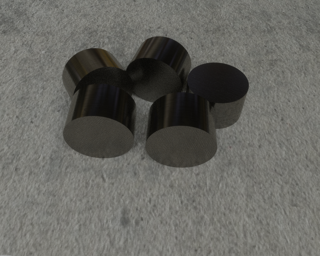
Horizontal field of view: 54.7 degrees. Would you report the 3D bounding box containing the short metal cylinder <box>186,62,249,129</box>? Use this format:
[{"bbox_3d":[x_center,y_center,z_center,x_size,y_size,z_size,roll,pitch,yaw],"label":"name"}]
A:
[{"bbox_3d":[0.076,-0.045,0.426,0.081,0.050,0.080,0,50,0],"label":"short metal cylinder"}]

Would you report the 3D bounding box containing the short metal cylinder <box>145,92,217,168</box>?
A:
[{"bbox_3d":[0.025,0.004,0.364,0.081,0.080,0.050,2,50,2],"label":"short metal cylinder"}]

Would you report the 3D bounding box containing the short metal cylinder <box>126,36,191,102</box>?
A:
[{"bbox_3d":[-0.001,-0.080,0.435,0.080,0.080,0.050,14,52,11],"label":"short metal cylinder"}]

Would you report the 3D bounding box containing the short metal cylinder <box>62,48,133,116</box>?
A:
[{"bbox_3d":[-0.083,-0.059,0.413,0.081,0.080,0.050,-22,48,-18],"label":"short metal cylinder"}]

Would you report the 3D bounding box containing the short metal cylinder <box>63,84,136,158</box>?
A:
[{"bbox_3d":[-0.070,-0.007,0.372,0.081,0.080,0.050,1,50,0],"label":"short metal cylinder"}]
